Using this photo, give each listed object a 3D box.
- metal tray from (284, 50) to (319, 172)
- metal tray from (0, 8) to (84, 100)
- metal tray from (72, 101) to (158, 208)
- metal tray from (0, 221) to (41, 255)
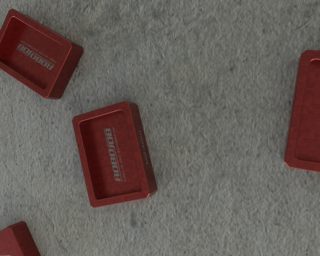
[{"bbox_3d":[0.193,-0.015,0.338,0.090,0.030,0.129,9,93,19],"label":"metal tray"},{"bbox_3d":[-0.190,-0.112,0.471,0.130,0.030,0.090,32,100,16],"label":"metal tray"},{"bbox_3d":[-0.063,0.037,0.427,0.090,0.030,0.129,-15,85,19],"label":"metal tray"},{"bbox_3d":[-0.253,0.218,0.493,0.130,0.030,0.090,-32,80,16],"label":"metal tray"}]
